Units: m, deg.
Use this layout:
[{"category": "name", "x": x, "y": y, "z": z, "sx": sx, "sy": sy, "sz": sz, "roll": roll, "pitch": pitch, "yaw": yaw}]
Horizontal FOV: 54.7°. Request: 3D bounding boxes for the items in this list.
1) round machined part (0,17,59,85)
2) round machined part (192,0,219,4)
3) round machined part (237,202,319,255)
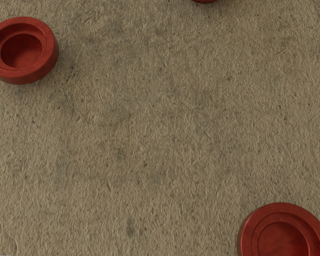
[{"category": "round machined part", "x": -0.191, "y": -0.104, "z": 0.435, "sx": 0.099, "sy": 0.042, "sz": 0.098, "roll": 0, "pitch": 70, "yaw": 0}, {"category": "round machined part", "x": 0.071, "y": -0.236, "z": 0.486, "sx": 0.099, "sy": 0.042, "sz": 0.098, "roll": 0, "pitch": 70, "yaw": 0}, {"category": "round machined part", "x": 0.136, "y": 0.136, "z": 0.350, "sx": 0.099, "sy": 0.042, "sz": 0.098, "roll": 0, "pitch": 70, "yaw": 0}]
